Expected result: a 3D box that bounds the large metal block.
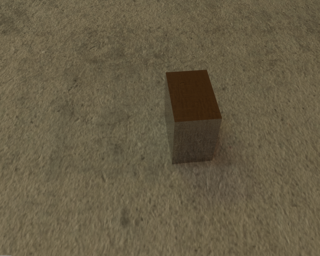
[{"bbox_3d":[0.036,-0.013,0.379,0.050,0.080,0.080,-5,50,-4],"label":"large metal block"}]
